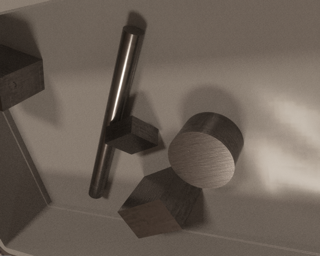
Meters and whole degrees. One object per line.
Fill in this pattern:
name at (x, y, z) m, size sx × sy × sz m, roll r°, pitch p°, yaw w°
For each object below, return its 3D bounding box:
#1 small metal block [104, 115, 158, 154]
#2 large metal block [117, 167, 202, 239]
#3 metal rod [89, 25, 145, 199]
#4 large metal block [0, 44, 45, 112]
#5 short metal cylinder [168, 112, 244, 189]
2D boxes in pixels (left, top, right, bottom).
small metal block at (-0.038, 0.011, 0.417) m, size 0.050 × 0.025 × 0.050 m, roll -21°, pitch 146°, yaw 35°
large metal block at (0.002, 0.101, 0.433) m, size 0.080 × 0.080 × 0.050 m, roll -26°, pitch 104°, yaw 37°
metal rod at (-0.070, 0.000, 0.443) m, size 0.025 × 0.025 × 0.298 m, roll 28°, pitch 128°, yaw 10°
large metal block at (-0.227, -0.075, 0.444) m, size 0.080 × 0.080 × 0.050 m, roll 21°, pitch 126°, yaw 15°
short metal cylinder at (0.057, 0.027, 0.379) m, size 0.080 × 0.050 × 0.079 m, roll 13°, pitch 124°, yaw 20°
